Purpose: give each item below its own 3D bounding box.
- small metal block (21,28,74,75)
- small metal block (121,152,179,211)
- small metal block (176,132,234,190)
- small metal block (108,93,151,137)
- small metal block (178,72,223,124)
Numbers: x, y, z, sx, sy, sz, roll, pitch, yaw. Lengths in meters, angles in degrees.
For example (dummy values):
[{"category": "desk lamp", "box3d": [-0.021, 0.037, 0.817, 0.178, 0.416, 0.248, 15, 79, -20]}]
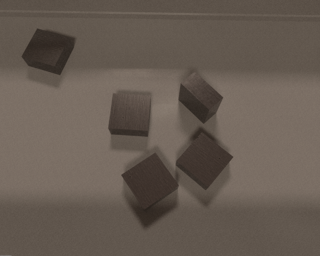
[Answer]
[{"category": "small metal block", "box3d": [-0.161, -0.110, 0.448, 0.050, 0.025, 0.050, 17, 71, 5]}, {"category": "small metal block", "box3d": [-0.012, 0.067, 0.385, 0.050, 0.025, 0.050, -33, 74, -12]}, {"category": "small metal block", "box3d": [0.056, 0.042, 0.395, 0.050, 0.025, 0.050, 39, 74, 13]}, {"category": "small metal block", "box3d": [-0.039, -0.017, 0.415, 0.050, 0.025, 0.050, 4, 70, 1]}, {"category": "small metal block", "box3d": [0.052, -0.039, 0.411, 0.025, 0.050, 0.050, -41, 76, -13]}]
